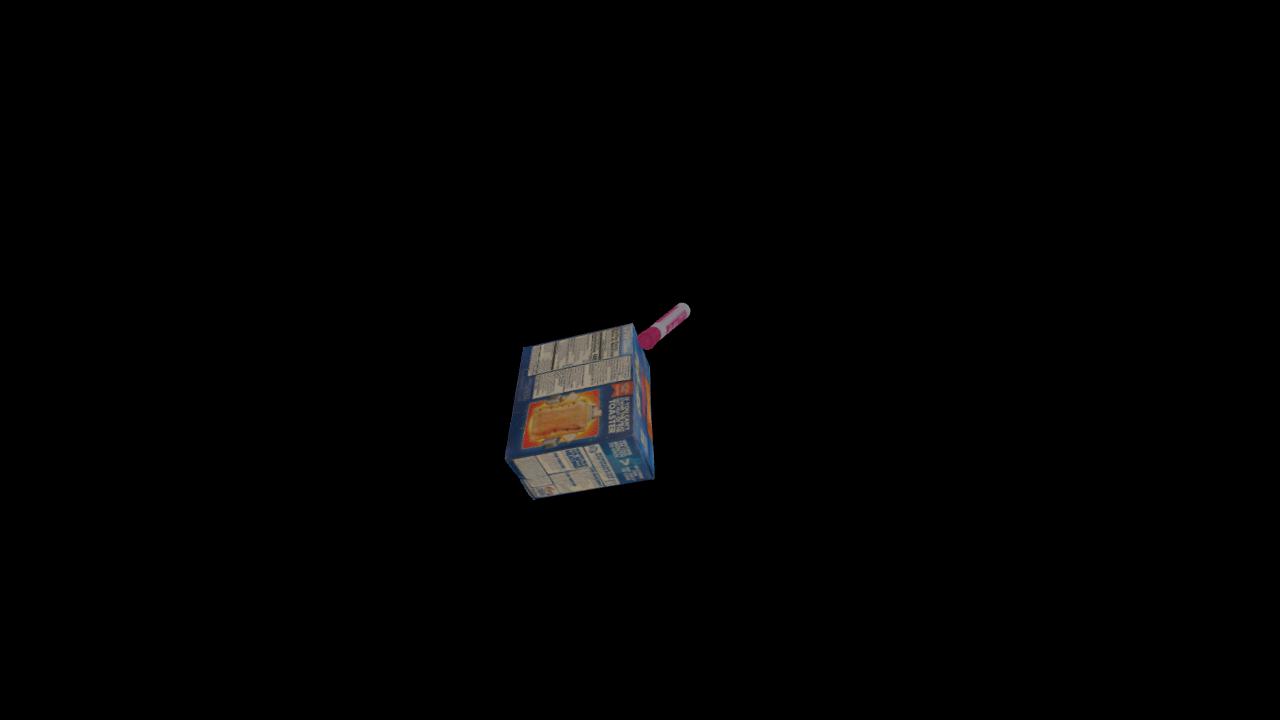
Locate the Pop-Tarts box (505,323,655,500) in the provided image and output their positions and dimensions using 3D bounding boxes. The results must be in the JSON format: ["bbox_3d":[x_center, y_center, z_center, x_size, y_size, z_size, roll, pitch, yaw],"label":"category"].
[{"bbox_3d":[-0.062,0.055,0.692,0.141,0.167,0.083,-12,-45,10],"label":"Pop-Tarts box"}]

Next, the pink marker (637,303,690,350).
[{"bbox_3d":[0.026,-0.036,0.641,0.020,0.020,0.121,0,19,23],"label":"pink marker"}]
